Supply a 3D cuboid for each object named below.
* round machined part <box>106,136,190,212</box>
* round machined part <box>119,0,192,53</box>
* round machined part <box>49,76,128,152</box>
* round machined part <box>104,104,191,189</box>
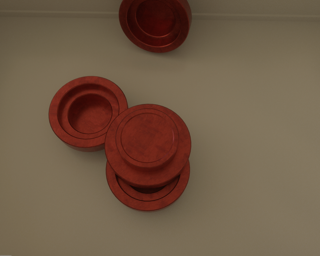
[{"bbox_3d":[-0.014,0.054,0.381,0.099,0.042,0.098,0,70,-1],"label":"round machined part"},{"bbox_3d":[-0.004,-0.157,0.432,0.099,0.097,0.042,13,52,4],"label":"round machined part"},{"bbox_3d":[-0.089,-0.015,0.405,0.099,0.042,0.098,0,70,-1],"label":"round machined part"},{"bbox_3d":[-0.014,0.017,0.350,0.099,0.042,0.098,0,70,-1],"label":"round machined part"}]
